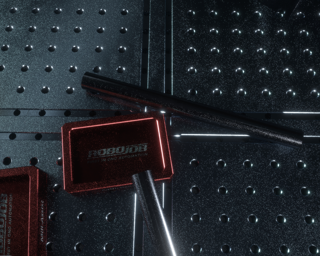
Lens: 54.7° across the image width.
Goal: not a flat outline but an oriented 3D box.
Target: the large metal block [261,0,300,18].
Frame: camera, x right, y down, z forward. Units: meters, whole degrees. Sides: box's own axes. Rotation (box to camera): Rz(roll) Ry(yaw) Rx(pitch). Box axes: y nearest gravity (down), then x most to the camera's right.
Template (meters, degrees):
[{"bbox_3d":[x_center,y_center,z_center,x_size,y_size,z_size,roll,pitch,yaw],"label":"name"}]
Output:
[{"bbox_3d":[0.207,-0.232,0.470,0.050,0.080,0.080,33,73,11],"label":"large metal block"}]

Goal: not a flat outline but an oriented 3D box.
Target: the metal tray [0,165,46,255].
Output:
[{"bbox_3d":[-0.185,0.115,0.364,0.091,0.030,0.129,-6,70,-3],"label":"metal tray"}]

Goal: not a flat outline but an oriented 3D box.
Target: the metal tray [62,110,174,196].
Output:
[{"bbox_3d":[-0.054,0.032,0.396,0.131,0.030,0.090,-8,70,-4],"label":"metal tray"}]

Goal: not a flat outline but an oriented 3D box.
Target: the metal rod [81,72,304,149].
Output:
[{"bbox_3d":[0.039,-0.026,0.421,0.301,0.025,0.025,16,71,5],"label":"metal rod"}]

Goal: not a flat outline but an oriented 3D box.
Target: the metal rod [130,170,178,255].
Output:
[{"bbox_3d":[0.024,0.191,0.325,0.025,0.025,0.299,-17,77,-6],"label":"metal rod"}]
